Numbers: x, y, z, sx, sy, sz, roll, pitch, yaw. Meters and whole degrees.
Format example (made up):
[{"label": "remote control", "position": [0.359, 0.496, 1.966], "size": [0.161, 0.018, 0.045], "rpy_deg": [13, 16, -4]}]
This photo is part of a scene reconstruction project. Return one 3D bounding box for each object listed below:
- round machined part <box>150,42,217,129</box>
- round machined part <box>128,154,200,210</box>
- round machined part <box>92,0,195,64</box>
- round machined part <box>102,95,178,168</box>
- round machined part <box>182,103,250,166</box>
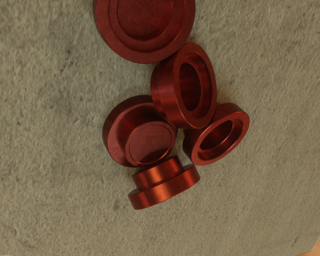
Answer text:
[{"label": "round machined part", "position": [0.026, -0.047, 0.362], "size": [0.099, 0.042, 0.097], "rpy_deg": [6, 82, -53]}, {"label": "round machined part", "position": [0.001, 0.068, 0.417], "size": [0.099, 0.098, 0.042], "rpy_deg": [-24, 87, -14]}, {"label": "round machined part", "position": [-0.018, -0.117, 0.310], "size": [0.099, 0.042, 0.097], "rpy_deg": [-10, 119, -18]}, {"label": "round machined part", "position": [-0.020, 0.011, 0.393], "size": [0.099, 0.042, 0.097], "rpy_deg": [-14, 125, -21]}, {"label": "round machined part", "position": [0.072, 0.003, 0.429], "size": [0.099, 0.042, 0.097], "rpy_deg": [-24, 142, -19]}]
